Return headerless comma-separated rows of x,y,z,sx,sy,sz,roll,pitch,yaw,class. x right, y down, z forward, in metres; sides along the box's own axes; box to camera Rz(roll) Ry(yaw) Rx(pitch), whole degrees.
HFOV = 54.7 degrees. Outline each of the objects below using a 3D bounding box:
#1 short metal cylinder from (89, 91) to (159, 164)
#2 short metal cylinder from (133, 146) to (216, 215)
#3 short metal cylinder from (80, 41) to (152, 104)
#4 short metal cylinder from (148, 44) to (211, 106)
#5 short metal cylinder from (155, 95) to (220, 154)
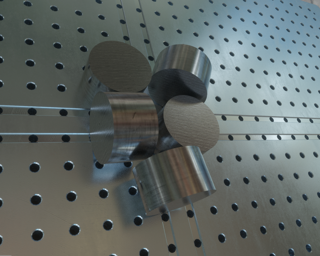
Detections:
-0.043,-0.001,0.351,0.050,0.080,0.080,-2,63,-30,short metal cylinder
0.015,0.059,0.344,0.081,0.080,0.050,-7,66,-31,short metal cylinder
-0.057,-0.065,0.400,0.081,0.050,0.080,13,57,-20,short metal cylinder
0.028,-0.068,0.429,0.080,0.080,0.050,25,52,-13,short metal cylinder
0.030,0.004,0.405,0.081,0.050,0.080,14,56,-21,short metal cylinder
